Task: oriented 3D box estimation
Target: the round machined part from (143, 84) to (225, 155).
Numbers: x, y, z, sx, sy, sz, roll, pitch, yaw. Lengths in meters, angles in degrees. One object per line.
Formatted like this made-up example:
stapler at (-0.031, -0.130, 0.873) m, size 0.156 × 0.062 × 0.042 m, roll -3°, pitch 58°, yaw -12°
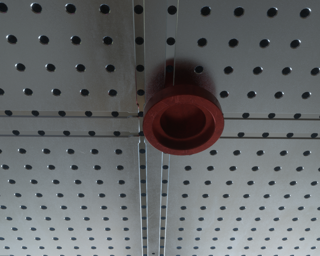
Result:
round machined part at (0.028, -0.014, 0.389) m, size 0.099 × 0.042 × 0.097 m, roll -1°, pitch 130°, yaw 0°
